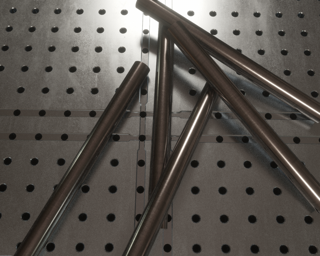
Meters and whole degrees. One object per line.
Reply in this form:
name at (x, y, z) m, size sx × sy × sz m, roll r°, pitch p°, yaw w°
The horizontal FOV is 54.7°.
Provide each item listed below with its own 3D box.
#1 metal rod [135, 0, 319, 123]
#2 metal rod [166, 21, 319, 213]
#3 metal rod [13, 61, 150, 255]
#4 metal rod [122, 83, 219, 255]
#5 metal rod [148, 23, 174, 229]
metal rod at (0.096, -0.100, 0.433) m, size 0.301 × 0.025 × 0.025 m, roll 34°, pitch 73°, yaw 5°
metal rod at (0.111, -0.020, 0.399) m, size 0.025 × 0.025 × 0.300 m, roll -37°, pitch 82°, yaw -13°
metal rod at (-0.094, 0.037, 0.396) m, size 0.025 × 0.025 × 0.300 m, roll 26°, pitch 72°, yaw 9°
metal rod at (0.015, 0.056, 0.368) m, size 0.025 × 0.025 × 0.300 m, roll 24°, pitch 63°, yaw 8°
metal rod at (0.003, -0.021, 0.419) m, size 0.025 × 0.025 × 0.299 m, roll 3°, pitch 70°, yaw 1°
